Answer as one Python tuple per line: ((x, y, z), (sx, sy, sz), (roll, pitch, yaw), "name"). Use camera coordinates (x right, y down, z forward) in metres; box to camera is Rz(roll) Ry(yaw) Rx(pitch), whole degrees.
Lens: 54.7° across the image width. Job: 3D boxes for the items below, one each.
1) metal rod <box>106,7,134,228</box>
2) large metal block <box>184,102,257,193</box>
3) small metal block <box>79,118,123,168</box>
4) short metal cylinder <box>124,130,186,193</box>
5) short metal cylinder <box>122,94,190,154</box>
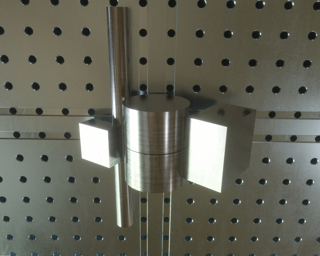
((-0.050, 0.000, 0.408), (0.025, 0.025, 0.298), (0, 110, 0), "metal rod")
((0.074, 0.020, 0.380), (0.050, 0.081, 0.079), (16, 115, 35), "large metal block")
((-0.077, 0.019, 0.403), (0.050, 0.025, 0.050), (13, 113, 32), "small metal block")
((-0.005, 0.040, 0.394), (0.081, 0.080, 0.050), (1, 110, -1), "short metal cylinder")
((-0.005, -0.007, 0.377), (0.081, 0.080, 0.050), (1, 110, -1), "short metal cylinder")
